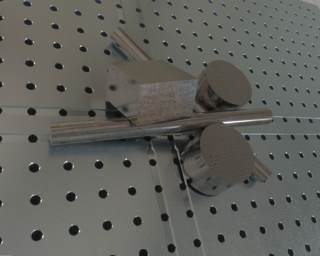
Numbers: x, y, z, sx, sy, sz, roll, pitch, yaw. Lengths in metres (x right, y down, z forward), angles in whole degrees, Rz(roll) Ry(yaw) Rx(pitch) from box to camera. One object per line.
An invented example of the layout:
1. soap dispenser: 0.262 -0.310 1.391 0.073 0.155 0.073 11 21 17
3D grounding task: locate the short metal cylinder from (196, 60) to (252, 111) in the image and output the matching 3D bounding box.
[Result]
1. short metal cylinder: 0.091 -0.056 0.471 0.081 0.050 0.080 14 56 -21

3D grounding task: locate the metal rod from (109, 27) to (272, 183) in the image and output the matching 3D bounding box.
1. metal rod: 0.043 -0.034 0.448 0.300 0.025 0.025 44 51 2

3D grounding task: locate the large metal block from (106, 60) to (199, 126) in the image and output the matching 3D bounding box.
1. large metal block: -0.012 -0.048 0.387 0.081 0.050 0.080 -11 33 -32

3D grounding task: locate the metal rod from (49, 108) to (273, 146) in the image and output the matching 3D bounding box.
1. metal rod: 0.019 -0.005 0.396 0.303 0.025 0.025 -5 64 -24

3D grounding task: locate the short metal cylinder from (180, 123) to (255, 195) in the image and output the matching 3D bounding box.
1. short metal cylinder: 0.074 0.041 0.402 0.081 0.050 0.080 14 56 -21
